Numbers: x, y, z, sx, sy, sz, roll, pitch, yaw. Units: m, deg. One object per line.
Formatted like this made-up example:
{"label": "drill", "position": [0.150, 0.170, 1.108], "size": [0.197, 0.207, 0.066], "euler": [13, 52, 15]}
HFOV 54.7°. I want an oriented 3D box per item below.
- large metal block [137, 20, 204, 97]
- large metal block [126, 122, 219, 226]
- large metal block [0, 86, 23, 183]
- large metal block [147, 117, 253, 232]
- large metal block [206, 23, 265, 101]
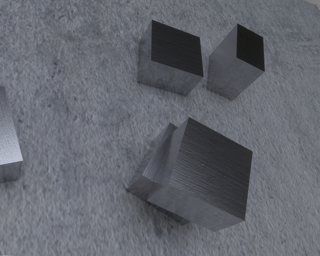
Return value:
{"label": "large metal block", "position": [0.014, -0.102, 0.460], "size": [0.081, 0.050, 0.080], "euler": [13, 56, -21]}
{"label": "large metal block", "position": [0.020, 0.054, 0.367], "size": [0.080, 0.050, 0.080], "euler": [34, 51, -7]}
{"label": "large metal block", "position": [-0.180, 0.012, 0.284], "size": [0.081, 0.050, 0.080], "euler": [-10, 67, -33]}
{"label": "large metal block", "position": [0.043, 0.048, 0.319], "size": [0.080, 0.050, 0.080], "euler": [28, 52, -11]}
{"label": "large metal block", "position": [0.120, -0.105, 0.500], "size": [0.050, 0.080, 0.080], "euler": [22, 53, -15]}
